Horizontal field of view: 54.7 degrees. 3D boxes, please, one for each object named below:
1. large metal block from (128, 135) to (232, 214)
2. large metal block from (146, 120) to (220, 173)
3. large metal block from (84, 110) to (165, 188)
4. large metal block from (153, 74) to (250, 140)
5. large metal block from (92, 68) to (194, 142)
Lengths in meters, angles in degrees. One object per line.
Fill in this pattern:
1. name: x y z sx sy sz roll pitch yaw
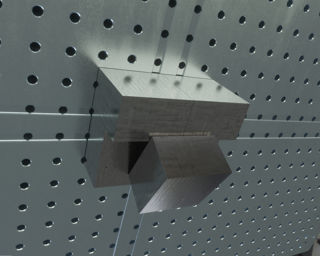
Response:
1. large metal block: 0.020 0.053 0.353 0.081 0.050 0.079 0 142 -29
2. large metal block: 0.028 0.025 0.425 0.081 0.050 0.079 1 118 -29
3. large metal block: -0.043 0.024 0.385 0.081 0.050 0.079 1 118 -29
4. large metal block: 0.048 -0.026 0.386 0.081 0.080 0.050 1 118 -29
5. large metal block: -0.022 -0.027 0.347 0.081 0.080 0.050 1 118 -29
